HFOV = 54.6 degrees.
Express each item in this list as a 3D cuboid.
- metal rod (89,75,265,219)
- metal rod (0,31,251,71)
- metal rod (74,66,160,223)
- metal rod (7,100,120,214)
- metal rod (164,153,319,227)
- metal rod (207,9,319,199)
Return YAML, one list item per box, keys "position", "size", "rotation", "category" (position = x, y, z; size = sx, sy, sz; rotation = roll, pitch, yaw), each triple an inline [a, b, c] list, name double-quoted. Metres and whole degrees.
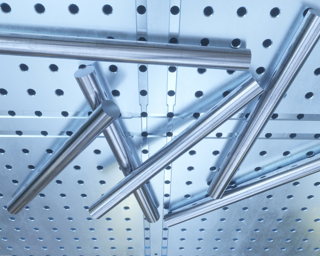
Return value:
- position: [0.009, 0.037, 0.419]
  size: [0.299, 0.025, 0.025]
  rotation: [-40, 120, 20]
  category: "metal rod"
- position: [-0.052, -0.085, 0.338]
  size: [0.302, 0.025, 0.025]
  rotation: [3, 130, -3]
  category: "metal rod"
- position: [-0.049, 0.045, 0.449]
  size: [0.025, 0.025, 0.299]
  rotation: [-11, 130, 9]
  category: "metal rod"
- position: [-0.151, 0.056, 0.438]
  size: [0.025, 0.025, 0.299]
  rotation: [32, 129, -24]
  category: "metal rod"
- position: [0.138, 0.100, 0.496]
  size: [0.300, 0.025, 0.025]
  rotation: [-27, 125, 21]
  category: "metal rod"
- position: [0.125, -0.005, 0.407]
  size: [0.025, 0.025, 0.298]
  rotation: [11, 129, -9]
  category: "metal rod"
